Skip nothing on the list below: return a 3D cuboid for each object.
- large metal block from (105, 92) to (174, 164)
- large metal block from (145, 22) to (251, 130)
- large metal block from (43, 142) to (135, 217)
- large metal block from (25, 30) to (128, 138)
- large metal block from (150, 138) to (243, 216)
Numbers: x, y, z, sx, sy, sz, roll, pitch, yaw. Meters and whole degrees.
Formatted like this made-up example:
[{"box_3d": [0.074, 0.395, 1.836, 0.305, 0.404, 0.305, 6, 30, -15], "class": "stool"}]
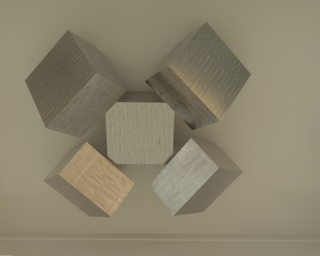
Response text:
[{"box_3d": [-0.024, -0.001, 0.395, 0.081, 0.050, 0.079, 1, 110, -1], "class": "large metal block"}, {"box_3d": [0.045, -0.057, 0.353, 0.080, 0.050, 0.080, 45, 61, -14], "class": "large metal block"}, {"box_3d": [-0.093, 0.070, 0.399, 0.080, 0.050, 0.080, 44, 148, -15], "class": "large metal block"}, {"box_3d": [-0.097, -0.049, 0.353, 0.080, 0.080, 0.050, -44, 148, 14], "class": "large metal block"}, {"box_3d": [0.048, 0.064, 0.397, 0.080, 0.050, 0.080, -50, 148, 15], "class": "large metal block"}]
